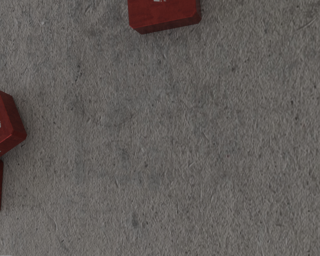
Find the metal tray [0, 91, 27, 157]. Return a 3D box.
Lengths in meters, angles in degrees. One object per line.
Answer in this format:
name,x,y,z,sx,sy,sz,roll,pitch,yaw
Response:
metal tray,-0.281,0.011,0.484,0.130,0.030,0.090,-34,67,6

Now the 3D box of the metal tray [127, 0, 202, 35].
metal tray,0.002,-0.197,0.405,0.090,0.030,0.129,-5,88,19

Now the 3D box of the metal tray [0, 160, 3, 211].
metal tray,-0.328,0.092,0.522,0.130,0.030,0.089,5,92,19
